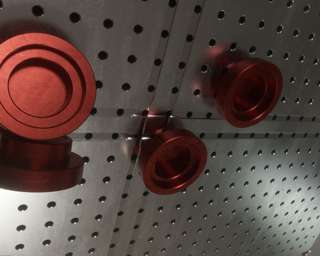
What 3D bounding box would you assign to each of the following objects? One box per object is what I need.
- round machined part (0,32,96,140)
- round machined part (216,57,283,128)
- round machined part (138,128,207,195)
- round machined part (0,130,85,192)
[{"bbox_3d":[-0.116,-0.038,0.297,0.099,0.042,0.097,0,90,-30],"label":"round machined part"},{"bbox_3d":[0.119,-0.052,0.435,0.099,0.042,0.097,-14,125,-21],"label":"round machined part"},{"bbox_3d":[0.014,0.043,0.436,0.099,0.042,0.097,-14,125,-21],"label":"round machined part"},{"bbox_3d":[-0.127,0.028,0.316,0.099,0.098,0.042,6,98,-31],"label":"round machined part"}]
